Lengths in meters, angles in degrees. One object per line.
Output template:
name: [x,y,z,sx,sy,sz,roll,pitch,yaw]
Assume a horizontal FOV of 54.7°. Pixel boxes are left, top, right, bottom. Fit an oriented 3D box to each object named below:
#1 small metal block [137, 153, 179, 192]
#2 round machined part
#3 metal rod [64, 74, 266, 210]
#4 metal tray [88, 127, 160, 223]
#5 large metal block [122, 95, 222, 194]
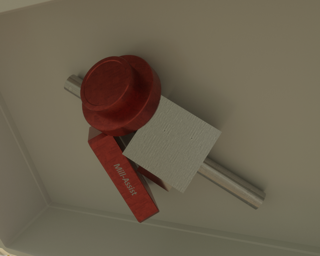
small metal block: [0.005,0.049,0.417,0.050,0.050,0.025,33,129,6]
round machined part: [-0.052,-0.043,0.356,0.098,0.098,0.042,-2,158,28]
metal rod: [0.002,0.015,0.414,0.301,0.025,0.025,32,128,7]
metal tray: [-0.051,0.055,0.426,0.030,0.090,0.130,-30,106,-4]
large metal block: [0.015,0.020,0.368,0.080,0.050,0.080,32,86,7]
